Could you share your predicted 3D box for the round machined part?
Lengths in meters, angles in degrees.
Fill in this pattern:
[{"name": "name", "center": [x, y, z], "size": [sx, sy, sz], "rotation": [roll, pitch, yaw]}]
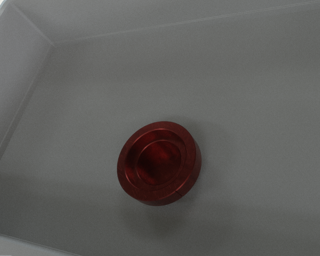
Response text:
[{"name": "round machined part", "center": [0.002, 0.044, 0.365], "size": [0.098, 0.042, 0.098], "rotation": [-13, 56, 20]}]
